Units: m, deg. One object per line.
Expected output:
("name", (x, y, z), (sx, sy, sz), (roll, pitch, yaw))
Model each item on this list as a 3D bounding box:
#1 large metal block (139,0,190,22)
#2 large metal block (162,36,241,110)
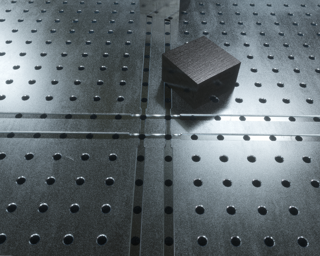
("large metal block", (0.012, -0.260, 0.610), (0.080, 0.050, 0.080), (16, 52, 12))
("large metal block", (0.059, -0.085, 0.464), (0.081, 0.050, 0.080), (-29, 56, -22))
